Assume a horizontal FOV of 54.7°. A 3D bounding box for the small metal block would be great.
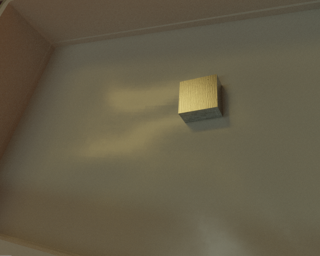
[{"bbox_3d":[0.053,-0.038,0.400,0.050,0.025,0.050,-9,58,23],"label":"small metal block"}]
